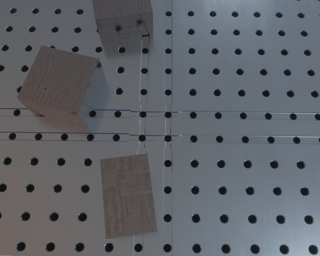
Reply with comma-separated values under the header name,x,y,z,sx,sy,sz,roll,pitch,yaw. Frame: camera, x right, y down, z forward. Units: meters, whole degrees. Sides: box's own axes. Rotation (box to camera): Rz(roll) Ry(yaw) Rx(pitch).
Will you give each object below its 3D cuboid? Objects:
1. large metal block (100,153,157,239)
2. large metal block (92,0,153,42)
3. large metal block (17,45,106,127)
name,x,y,z,sx,sy,sz,roll,pitch,yaw
large metal block,-0.033,0.081,0.353,0.050,0.080,0.080,-7,70,-3
large metal block,-0.057,-0.184,0.465,0.081,0.050,0.080,-10,70,-4
large metal block,-0.128,-0.055,0.417,0.080,0.050,0.080,14,71,5
